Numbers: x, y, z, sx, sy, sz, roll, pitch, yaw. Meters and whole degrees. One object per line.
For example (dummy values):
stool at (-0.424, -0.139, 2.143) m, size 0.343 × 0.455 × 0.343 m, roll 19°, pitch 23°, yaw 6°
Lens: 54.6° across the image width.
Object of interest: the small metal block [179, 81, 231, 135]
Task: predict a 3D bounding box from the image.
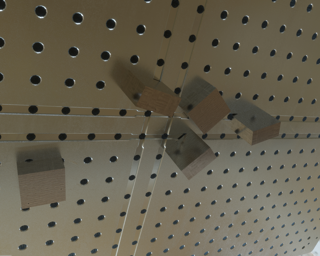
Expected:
small metal block at (0.062, -0.027, 0.428) m, size 0.050 × 0.025 × 0.050 m, roll -42°, pitch 129°, yaw 0°

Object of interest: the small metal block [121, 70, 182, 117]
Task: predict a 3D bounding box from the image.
small metal block at (-0.011, -0.040, 0.364) m, size 0.050 × 0.050 × 0.025 m, roll 15°, pitch 111°, yaw -34°

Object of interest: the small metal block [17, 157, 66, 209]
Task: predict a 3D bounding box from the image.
small metal block at (-0.142, 0.065, 0.374) m, size 0.050 × 0.025 × 0.050 m, roll -6°, pitch 121°, yaw -25°

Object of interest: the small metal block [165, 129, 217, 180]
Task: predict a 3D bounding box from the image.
small metal block at (0.043, 0.037, 0.441) m, size 0.050 × 0.050 × 0.025 m, roll -39°, pitch 129°, yaw -2°

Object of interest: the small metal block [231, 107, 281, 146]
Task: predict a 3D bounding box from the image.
small metal block at (0.144, -0.004, 0.471) m, size 0.050 × 0.050 × 0.025 m, roll -17°, pitch 125°, yaw -18°
